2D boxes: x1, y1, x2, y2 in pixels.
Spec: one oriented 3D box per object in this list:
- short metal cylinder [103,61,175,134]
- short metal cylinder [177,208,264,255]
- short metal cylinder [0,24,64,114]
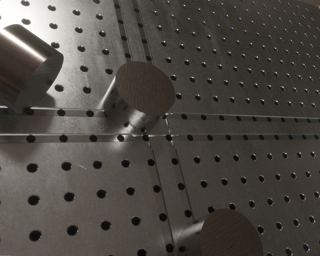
[{"bbox_3d":[-0.027,-0.039,0.403,0.081,0.050,0.080,14,56,-21],"label":"short metal cylinder"},{"bbox_3d":[0.067,0.136,0.346,0.081,0.050,0.080,14,56,-21],"label":"short metal cylinder"},{"bbox_3d":[-0.149,-0.062,0.331,0.050,0.080,0.080,35,51,-5],"label":"short metal cylinder"}]
